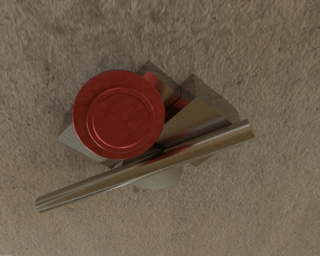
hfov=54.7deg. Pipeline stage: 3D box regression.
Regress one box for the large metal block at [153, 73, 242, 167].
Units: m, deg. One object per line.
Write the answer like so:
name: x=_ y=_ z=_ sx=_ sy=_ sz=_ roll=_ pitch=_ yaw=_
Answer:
large metal block: x=0.043 y=-0.007 z=0.387 sx=0.080 sy=0.050 sz=0.080 roll=34 pitch=122 yaw=-26

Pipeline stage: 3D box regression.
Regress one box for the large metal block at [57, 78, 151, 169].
large metal block: x=-0.066 y=-0.005 z=0.385 sx=0.080 sy=0.050 sz=0.080 roll=35 pitch=122 yaw=-26

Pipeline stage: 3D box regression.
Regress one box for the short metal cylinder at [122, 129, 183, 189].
short metal cylinder: x=-0.010 y=0.039 z=0.425 sx=0.081 sy=0.050 sz=0.079 roll=0 pitch=130 yaw=0

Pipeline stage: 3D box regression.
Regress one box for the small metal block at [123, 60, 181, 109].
small metal block: x=-0.011 y=-0.044 z=0.370 sx=0.050 sy=0.025 sz=0.050 roll=35 pitch=122 yaw=-27

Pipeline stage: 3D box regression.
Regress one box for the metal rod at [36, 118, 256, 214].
metal rod: x=-0.031 y=0.054 z=0.389 sx=0.300 sy=0.025 sz=0.025 roll=-22 pitch=127 yaw=17

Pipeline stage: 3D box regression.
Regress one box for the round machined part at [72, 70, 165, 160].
round machined part: x=-0.042 y=-0.012 z=0.329 sx=0.099 sy=0.042 sz=0.097 roll=-3 pitch=105 yaw=-11
